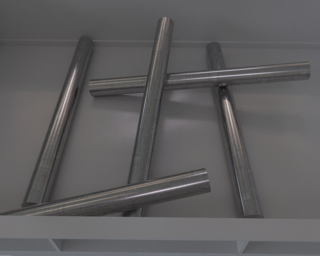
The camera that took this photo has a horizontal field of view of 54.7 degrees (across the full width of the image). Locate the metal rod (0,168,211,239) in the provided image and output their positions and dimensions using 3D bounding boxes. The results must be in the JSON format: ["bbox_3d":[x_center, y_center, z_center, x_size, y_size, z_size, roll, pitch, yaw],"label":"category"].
[{"bbox_3d":[-0.100,0.084,0.308,0.302,0.025,0.025,-12,51,-1],"label":"metal rod"}]

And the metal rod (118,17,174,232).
[{"bbox_3d":[-0.011,-0.026,0.390,0.025,0.025,0.300,6,61,5],"label":"metal rod"}]

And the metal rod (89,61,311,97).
[{"bbox_3d":[0.049,-0.068,0.435,0.301,0.025,0.025,-4,50,7],"label":"metal rod"}]

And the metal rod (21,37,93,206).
[{"bbox_3d":[-0.130,-0.029,0.428,0.025,0.025,0.300,2,50,1],"label":"metal rod"}]

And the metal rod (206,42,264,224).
[{"bbox_3d":[0.093,-0.019,0.421,0.025,0.025,0.300,-1,50,-1],"label":"metal rod"}]
